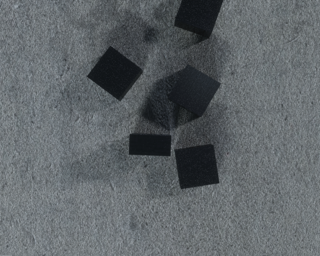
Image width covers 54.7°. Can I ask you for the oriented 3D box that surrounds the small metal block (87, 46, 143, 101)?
[{"bbox_3d":[-0.059,-0.071,0.409,0.050,0.025,0.050,37,90,0],"label":"small metal block"}]

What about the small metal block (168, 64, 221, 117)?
[{"bbox_3d":[0.044,-0.048,0.410,0.050,0.025,0.050,30,90,0],"label":"small metal block"}]

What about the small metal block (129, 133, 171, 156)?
[{"bbox_3d":[-0.012,0.021,0.397,0.050,0.050,0.025,2,90,0],"label":"small metal block"}]

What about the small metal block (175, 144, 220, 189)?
[{"bbox_3d":[0.048,0.050,0.410,0.050,0.025,0.050,-9,90,0],"label":"small metal block"}]

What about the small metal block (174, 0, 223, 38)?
[{"bbox_3d":[0.051,-0.154,0.410,0.050,0.025,0.050,19,90,0],"label":"small metal block"}]
